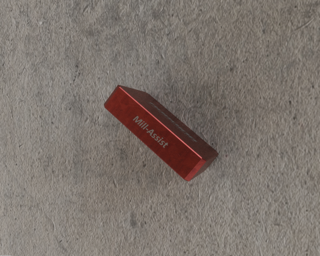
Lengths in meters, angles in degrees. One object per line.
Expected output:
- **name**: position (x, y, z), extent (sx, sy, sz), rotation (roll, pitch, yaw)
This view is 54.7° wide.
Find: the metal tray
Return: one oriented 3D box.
- **metal tray**: position (0.005, 0.003, 0.373), extent (0.130, 0.090, 0.030), rotation (41, 103, 15)
